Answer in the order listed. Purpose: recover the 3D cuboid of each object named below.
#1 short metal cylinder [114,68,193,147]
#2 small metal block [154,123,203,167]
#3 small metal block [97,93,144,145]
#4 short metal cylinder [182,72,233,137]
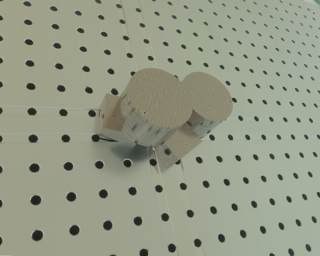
[{"bbox_3d":[-0.008,-0.024,0.370,0.081,0.050,0.080,14,56,-21],"label":"short metal cylinder"},{"bbox_3d":[0.019,0.015,0.409,0.050,0.025,0.050,-33,80,-38],"label":"small metal block"},{"bbox_3d":[-0.049,-0.011,0.388,0.050,0.025,0.050,13,56,-21],"label":"small metal block"},{"bbox_3d":[0.056,-0.033,0.442,0.081,0.050,0.080,14,56,-21],"label":"short metal cylinder"}]
